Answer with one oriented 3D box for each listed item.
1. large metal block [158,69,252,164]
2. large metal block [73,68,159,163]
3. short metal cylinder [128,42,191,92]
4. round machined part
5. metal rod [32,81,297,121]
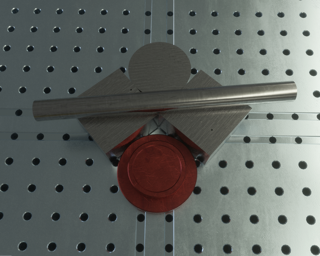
[{"bbox_3d":[0.055,-0.013,0.397,0.080,0.050,0.080,40,76,13],"label":"large metal block"},{"bbox_3d":[-0.058,-0.015,0.399,0.080,0.050,0.080,-38,76,-13],"label":"large metal block"},{"bbox_3d":[0.000,-0.068,0.419,0.081,0.050,0.080,0,70,0],"label":"short metal cylinder"},{"bbox_3d":[-0.003,0.053,0.379,0.099,0.042,0.098,0,70,0],"label":"round machined part"},{"bbox_3d":[0.007,-0.032,0.364,0.302,0.025,0.025,-5,70,-1],"label":"metal rod"}]
